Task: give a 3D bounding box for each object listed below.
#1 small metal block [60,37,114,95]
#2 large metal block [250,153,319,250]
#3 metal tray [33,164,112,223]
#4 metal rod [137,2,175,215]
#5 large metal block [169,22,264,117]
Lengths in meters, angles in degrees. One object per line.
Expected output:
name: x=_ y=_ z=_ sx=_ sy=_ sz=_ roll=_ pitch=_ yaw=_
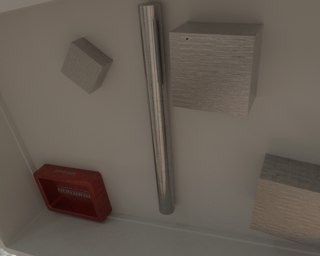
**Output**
small metal block: x=-0.097 y=-0.081 z=0.407 sx=0.050 sy=0.025 sz=0.050 roll=38 pitch=129 yaw=2
large metal block: x=0.156 y=0.085 z=0.363 sx=0.080 sy=0.050 sz=0.079 roll=12 pitch=124 yaw=21
metal tray: x=-0.157 y=0.116 z=0.557 sx=0.130 sy=0.030 sz=0.089 roll=4 pitch=120 yaw=26
metal rod: x=0.000 y=-0.004 z=0.405 sx=0.025 sy=0.025 sz=0.298 roll=9 pitch=122 yaw=23
large metal block: x=0.058 y=-0.063 z=0.322 sx=0.080 sy=0.050 sz=0.079 roll=10 pitch=123 yaw=22
